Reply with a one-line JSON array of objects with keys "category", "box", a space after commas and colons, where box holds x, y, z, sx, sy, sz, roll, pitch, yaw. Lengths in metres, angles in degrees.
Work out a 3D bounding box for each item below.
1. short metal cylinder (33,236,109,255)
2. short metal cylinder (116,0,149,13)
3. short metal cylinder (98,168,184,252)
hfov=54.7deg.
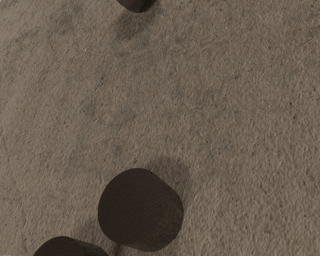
[{"category": "short metal cylinder", "box": [-0.099, 0.164, 0.337, 0.080, 0.050, 0.080, -13, 56, 20]}, {"category": "short metal cylinder", "box": [-0.051, -0.254, 0.549, 0.080, 0.080, 0.050, 31, 79, 37]}, {"category": "short metal cylinder", "box": [-0.020, 0.091, 0.342, 0.080, 0.050, 0.080, -13, 56, 20]}]
